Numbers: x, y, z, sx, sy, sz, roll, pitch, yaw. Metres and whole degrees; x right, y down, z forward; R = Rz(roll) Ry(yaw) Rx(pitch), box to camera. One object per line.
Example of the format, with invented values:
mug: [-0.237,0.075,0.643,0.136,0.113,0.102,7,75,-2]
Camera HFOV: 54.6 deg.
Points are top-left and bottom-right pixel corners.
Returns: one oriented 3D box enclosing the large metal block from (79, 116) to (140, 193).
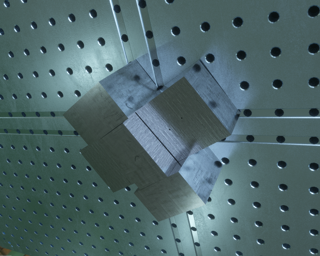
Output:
large metal block: [-0.055,0.037,0.449,0.080,0.050,0.080,-30,102,38]

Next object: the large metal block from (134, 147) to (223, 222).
large metal block: [0.026,0.066,0.403,0.080,0.080,0.050,-32,100,37]

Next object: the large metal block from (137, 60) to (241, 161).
large metal block: [0.033,-0.018,0.366,0.080,0.050,0.080,-32,103,38]

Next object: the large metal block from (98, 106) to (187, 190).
large metal block: [-0.016,0.017,0.395,0.050,0.080,0.080,-32,100,38]

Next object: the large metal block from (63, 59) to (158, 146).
large metal block: [-0.059,-0.032,0.387,0.080,0.080,0.050,-32,100,38]
